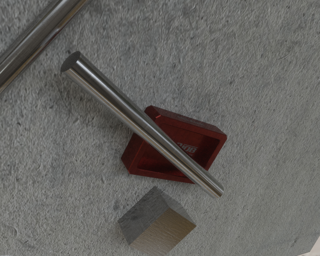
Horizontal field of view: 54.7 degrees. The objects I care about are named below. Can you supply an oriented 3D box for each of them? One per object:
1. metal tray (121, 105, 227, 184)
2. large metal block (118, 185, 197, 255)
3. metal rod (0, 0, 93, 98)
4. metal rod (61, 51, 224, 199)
[{"bbox_3d":[0.022,0.028,0.434,0.131,0.030,0.089,16,110,-35],"label":"metal tray"},{"bbox_3d":[-0.004,0.149,0.483,0.080,0.050,0.080,-44,130,2],"label":"large metal block"},{"bbox_3d":[-0.092,-0.108,0.289,0.300,0.025,0.025,-45,130,3],"label":"metal rod"},{"bbox_3d":[0.002,0.018,0.380,0.025,0.025,0.300,-45,130,3],"label":"metal rod"}]
